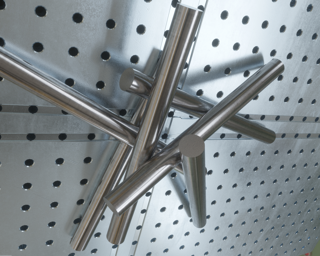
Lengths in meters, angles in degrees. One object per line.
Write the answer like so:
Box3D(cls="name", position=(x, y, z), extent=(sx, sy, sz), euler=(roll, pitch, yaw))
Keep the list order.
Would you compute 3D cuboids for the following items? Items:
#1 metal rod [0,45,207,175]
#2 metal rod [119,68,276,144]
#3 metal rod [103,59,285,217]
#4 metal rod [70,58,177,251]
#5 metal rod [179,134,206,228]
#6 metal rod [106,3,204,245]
Box3D(cls="metal rod", position=(-0.055, -0.005, 0.351), extent=(0.301, 0.025, 0.025), euler=(32, 101, -30))
Box3D(cls="metal rod", position=(0.074, -0.018, 0.419), extent=(0.302, 0.025, 0.025), euler=(17, 110, -42))
Box3D(cls="metal rod", position=(0.058, -0.004, 0.375), extent=(0.302, 0.025, 0.025), euler=(-38, 132, -26))
Box3D(cls="metal rod", position=(-0.052, 0.042, 0.408), extent=(0.025, 0.025, 0.298), euler=(16, 110, -35))
Box3D(cls="metal rod", position=(0.050, 0.092, 0.426), extent=(0.025, 0.025, 0.299), euler=(-30, 150, -9))
Box3D(cls="metal rod", position=(-0.016, 0.018, 0.346), extent=(0.025, 0.025, 0.298), euler=(3, 120, -30))
